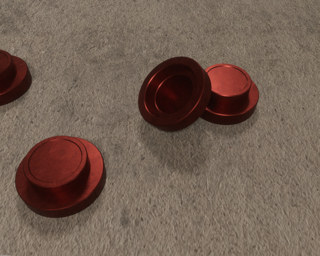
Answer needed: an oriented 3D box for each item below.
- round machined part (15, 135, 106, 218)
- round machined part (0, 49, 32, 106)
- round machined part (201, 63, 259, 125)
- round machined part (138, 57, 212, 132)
[{"bbox_3d":[-0.113,0.047,0.351,0.099,0.042,0.098,0,50,0],"label":"round machined part"},{"bbox_3d":[-0.246,-0.079,0.456,0.099,0.042,0.098,0,50,0],"label":"round machined part"},{"bbox_3d":[0.091,-0.054,0.439,0.099,0.042,0.098,0,50,0],"label":"round machined part"},{"bbox_3d":[0.023,-0.040,0.407,0.098,0.042,0.098,-15,62,29],"label":"round machined part"}]
